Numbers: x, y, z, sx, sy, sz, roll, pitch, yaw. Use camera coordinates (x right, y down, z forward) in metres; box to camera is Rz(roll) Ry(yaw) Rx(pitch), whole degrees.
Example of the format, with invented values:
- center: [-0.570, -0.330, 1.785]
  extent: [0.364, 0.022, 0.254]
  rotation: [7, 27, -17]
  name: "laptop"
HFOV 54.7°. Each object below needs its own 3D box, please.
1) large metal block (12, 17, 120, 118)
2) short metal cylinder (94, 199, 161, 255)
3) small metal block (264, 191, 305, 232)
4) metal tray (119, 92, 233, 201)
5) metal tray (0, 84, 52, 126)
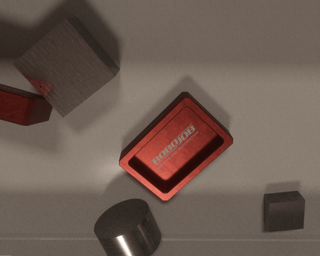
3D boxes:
- center: [-0.107, -0.073, 0.370]
  extent: [0.080, 0.050, 0.080]
  rotation: [-36, 107, 12]
  name: "large metal block"
- center: [-0.045, 0.145, 0.435]
  extent: [0.080, 0.080, 0.050]
  rotation: [-19, 109, 6]
  name: "short metal cylinder"
- center: [0.184, 0.124, 0.460]
  extent: [0.050, 0.025, 0.050]
  rotation: [-6, 110, 2]
  name: "small metal block"
- center: [0.020, 0.027, 0.418]
  extent: [0.090, 0.030, 0.130]
  rotation: [42, 104, -14]
  name: "metal tray"
- center: [-0.201, -0.037, 0.357]
  extent: [0.131, 0.090, 0.030]
  rotation: [16, 94, -6]
  name: "metal tray"
